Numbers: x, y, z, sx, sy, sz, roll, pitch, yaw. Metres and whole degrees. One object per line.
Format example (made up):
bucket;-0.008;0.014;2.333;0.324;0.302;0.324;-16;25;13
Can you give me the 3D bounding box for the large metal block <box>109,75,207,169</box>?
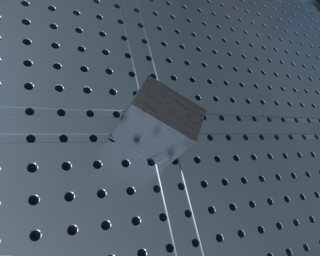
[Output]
large metal block;-0.004;-0.004;0.375;0.080;0.080;0.050;30;52;-9
